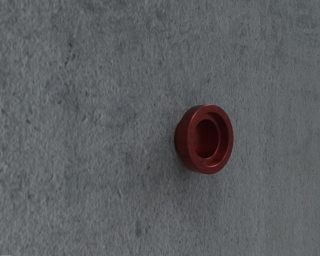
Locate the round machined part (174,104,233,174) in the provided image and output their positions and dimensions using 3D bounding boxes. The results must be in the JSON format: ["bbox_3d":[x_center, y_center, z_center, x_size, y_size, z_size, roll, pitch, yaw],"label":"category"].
[{"bbox_3d":[0.059,0.016,0.446,0.099,0.042,0.097,0,90,-40],"label":"round machined part"}]
